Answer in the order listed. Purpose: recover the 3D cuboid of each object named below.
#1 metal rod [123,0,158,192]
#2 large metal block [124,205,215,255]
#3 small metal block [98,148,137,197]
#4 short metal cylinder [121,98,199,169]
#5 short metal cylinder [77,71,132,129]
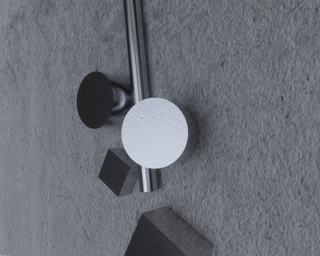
[{"bbox_3d":[-0.029,-0.064,0.426,0.025,0.025,0.298,-9,84,39],"label":"metal rod"},{"bbox_3d":[0.008,0.156,0.381,0.080,0.050,0.079,34,111,34],"label":"large metal block"},{"bbox_3d":[-0.058,0.063,0.451,0.050,0.025,0.050,35,111,34],"label":"small metal block"},{"bbox_3d":[0.002,0.006,0.371,0.080,0.050,0.080,-1,88,21],"label":"short metal cylinder"},{"bbox_3d":[-0.075,-0.039,0.448,0.080,0.050,0.079,0,90,39],"label":"short metal cylinder"}]
